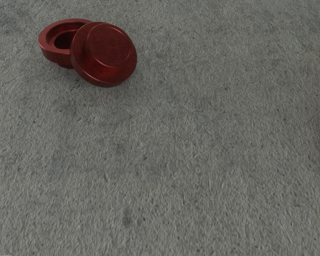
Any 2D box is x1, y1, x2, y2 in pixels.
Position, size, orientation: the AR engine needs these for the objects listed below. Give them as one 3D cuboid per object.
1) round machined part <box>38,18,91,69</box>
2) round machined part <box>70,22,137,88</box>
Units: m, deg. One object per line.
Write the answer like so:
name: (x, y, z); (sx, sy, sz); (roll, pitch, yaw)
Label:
round machined part: (-0.141, -0.133, 0.503); (0.099, 0.042, 0.098); (0, 50, 0)
round machined part: (-0.078, -0.112, 0.454); (0.099, 0.042, 0.098); (8, 73, -27)
